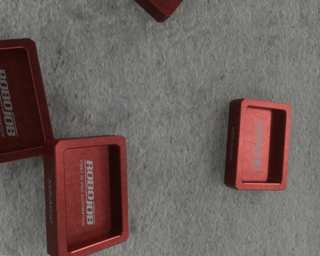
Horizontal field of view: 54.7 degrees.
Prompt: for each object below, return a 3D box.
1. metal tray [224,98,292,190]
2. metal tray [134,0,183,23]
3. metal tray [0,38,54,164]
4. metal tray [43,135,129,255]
[{"bbox_3d":[0.146,0.025,0.462,0.091,0.030,0.129,5,88,-20],"label":"metal tray"},{"bbox_3d":[-0.017,-0.215,0.401,0.130,0.030,0.090,39,77,-16],"label":"metal tray"},{"bbox_3d":[-0.174,-0.028,0.342,0.091,0.030,0.129,-11,94,-20],"label":"metal tray"},{"bbox_3d":[-0.083,0.075,0.357,0.091,0.030,0.129,-3,92,-43],"label":"metal tray"}]
